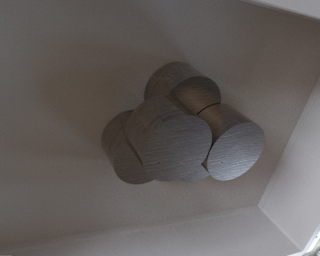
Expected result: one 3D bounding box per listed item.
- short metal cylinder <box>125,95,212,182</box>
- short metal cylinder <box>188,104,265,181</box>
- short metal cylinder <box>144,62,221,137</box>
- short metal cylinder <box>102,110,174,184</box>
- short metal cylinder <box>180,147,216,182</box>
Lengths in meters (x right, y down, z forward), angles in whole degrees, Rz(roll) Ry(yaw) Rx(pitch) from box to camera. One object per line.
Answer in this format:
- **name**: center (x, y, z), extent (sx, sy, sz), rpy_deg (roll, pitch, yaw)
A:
- **short metal cylinder**: center (0.009, 0.011, 0.337), extent (0.081, 0.050, 0.079), rpy_deg (-14, 124, -21)
- **short metal cylinder**: center (0.079, 0.017, 0.378), extent (0.081, 0.050, 0.079), rpy_deg (-14, 124, -21)
- **short metal cylinder**: center (0.027, -0.035, 0.384), extent (0.081, 0.050, 0.079), rpy_deg (-14, 124, -21)
- **short metal cylinder**: center (-0.027, 0.024, 0.390), extent (0.081, 0.050, 0.079), rpy_deg (-14, 124, -21)
- **short metal cylinder**: center (0.044, 0.028, 0.431), extent (0.081, 0.050, 0.079), rpy_deg (-14, 124, -21)
